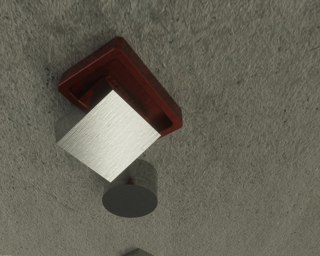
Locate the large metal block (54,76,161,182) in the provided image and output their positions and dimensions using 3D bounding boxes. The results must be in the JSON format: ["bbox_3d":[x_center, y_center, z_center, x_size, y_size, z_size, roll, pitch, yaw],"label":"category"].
[{"bbox_3d":[-0.061,0.002,0.355,0.080,0.050,0.080,-43,122,3],"label":"large metal block"}]

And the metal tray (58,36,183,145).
[{"bbox_3d":[-0.043,-0.033,0.375,0.090,0.030,0.130,-28,125,21],"label":"metal tray"}]

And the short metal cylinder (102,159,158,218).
[{"bbox_3d":[-0.044,0.091,0.468,0.081,0.050,0.079,0,130,0],"label":"short metal cylinder"}]

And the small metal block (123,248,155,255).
[{"bbox_3d":[-0.045,0.279,0.645,0.050,0.025,0.050,-35,122,25],"label":"small metal block"}]
